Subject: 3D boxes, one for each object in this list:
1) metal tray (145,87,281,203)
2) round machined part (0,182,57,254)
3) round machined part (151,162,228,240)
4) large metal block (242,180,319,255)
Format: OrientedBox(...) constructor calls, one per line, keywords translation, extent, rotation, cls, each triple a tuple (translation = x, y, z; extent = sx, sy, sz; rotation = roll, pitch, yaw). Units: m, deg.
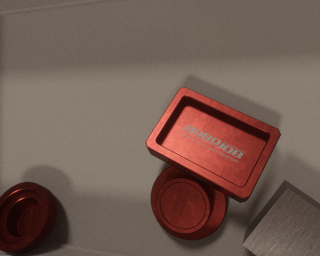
OrientedBox(translation=(0.061, 0.017, 0.367), extent=(0.130, 0.030, 0.090), rotation=(27, 73, 17), cls="metal tray")
OrientedBox(translation=(-0.194, 0.132, 0.455), extent=(0.098, 0.042, 0.098), rotation=(-8, 60, 14), cls="round machined part")
OrientedBox(translation=(0.034, 0.093, 0.389), extent=(0.098, 0.042, 0.097), rotation=(0, 90, 19), cls="round machined part")
OrientedBox(translation=(0.151, 0.117, 0.344), extent=(0.080, 0.050, 0.080), rotation=(36, 101, 16), cls="large metal block")
